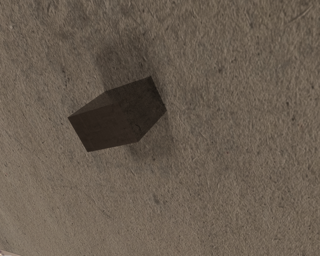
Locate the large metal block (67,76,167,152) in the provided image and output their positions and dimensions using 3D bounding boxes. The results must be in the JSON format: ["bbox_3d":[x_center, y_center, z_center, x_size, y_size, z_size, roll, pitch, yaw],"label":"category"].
[{"bbox_3d":[-0.051,-0.018,0.386,0.080,0.080,0.050,-13,112,33],"label":"large metal block"}]
